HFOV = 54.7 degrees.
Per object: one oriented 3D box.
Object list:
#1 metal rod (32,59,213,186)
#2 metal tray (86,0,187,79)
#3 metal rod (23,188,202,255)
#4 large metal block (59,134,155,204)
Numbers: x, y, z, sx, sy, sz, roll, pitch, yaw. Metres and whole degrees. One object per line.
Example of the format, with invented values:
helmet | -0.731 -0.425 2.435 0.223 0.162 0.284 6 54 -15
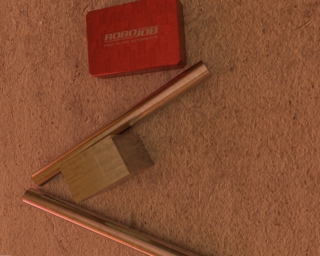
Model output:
metal rod | -0.063 0.001 0.429 0.300 0.025 0.025 -32 80 16
metal tray | -0.033 -0.119 0.417 0.130 0.030 0.089 -4 89 19
metal rod | -0.065 0.142 0.430 0.301 0.025 0.025 16 95 18
large metal block | -0.065 0.049 0.402 0.080 0.080 0.050 -31 80 17
